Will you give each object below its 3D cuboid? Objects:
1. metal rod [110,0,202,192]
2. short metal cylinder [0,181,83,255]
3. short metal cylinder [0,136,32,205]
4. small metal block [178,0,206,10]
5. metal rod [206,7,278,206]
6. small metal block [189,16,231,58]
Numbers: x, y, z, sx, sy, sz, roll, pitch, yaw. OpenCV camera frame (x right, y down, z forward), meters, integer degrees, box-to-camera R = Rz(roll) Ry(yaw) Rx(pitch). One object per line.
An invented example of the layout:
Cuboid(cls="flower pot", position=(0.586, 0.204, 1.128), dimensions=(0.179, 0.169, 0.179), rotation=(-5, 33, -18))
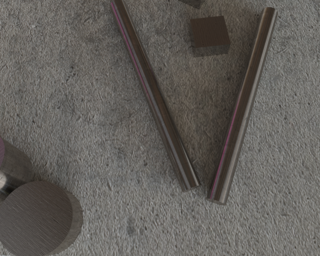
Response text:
Cuboid(cls="metal rod", position=(-0.013, -0.057, 0.428), dimensions=(0.025, 0.025, 0.299), rotation=(-19, 71, -7))
Cuboid(cls="short metal cylinder", position=(-0.134, 0.105, 0.355), dimensions=(0.081, 0.050, 0.080), rotation=(0, 70, 0))
Cuboid(cls="short metal cylinder", position=(-0.201, 0.051, 0.363), dimensions=(0.080, 0.050, 0.080), rotation=(-7, 58, 12))
Cuboid(cls="small metal block", position=(0.053, -0.223, 0.490), dimensions=(0.050, 0.025, 0.050), rotation=(28, 72, 9))
Cuboid(cls="metal rod", position=(0.118, -0.043, 0.424), dimensions=(0.025, 0.025, 0.300), rotation=(18, 71, 6))
Cuboid(cls="small metal block", position=(0.072, -0.135, 0.458), dimensions=(0.050, 0.025, 0.050), rotation=(-7, 70, -3))
